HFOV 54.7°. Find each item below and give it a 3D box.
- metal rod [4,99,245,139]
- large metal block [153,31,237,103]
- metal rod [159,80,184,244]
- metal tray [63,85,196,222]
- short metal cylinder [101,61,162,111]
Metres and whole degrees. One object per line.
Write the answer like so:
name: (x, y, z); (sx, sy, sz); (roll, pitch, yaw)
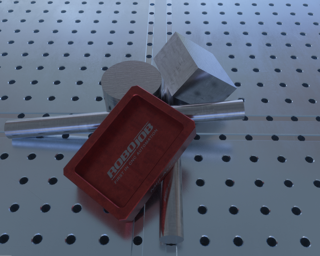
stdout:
metal rod: (-0.048, -0.010, 0.394); (0.302, 0.025, 0.025); (-5, 50, 5)
large metal block: (0.048, -0.076, 0.430); (0.080, 0.050, 0.080); (17, 37, -40)
metal rod: (0.014, -0.002, 0.409); (0.025, 0.025, 0.300); (1, 50, 1)
metal tray: (-0.032, 0.026, 0.348); (0.090, 0.030, 0.130); (34, 78, 18)
short metal cylinder: (-0.038, -0.049, 0.432); (0.081, 0.050, 0.080); (0, 50, 0)
